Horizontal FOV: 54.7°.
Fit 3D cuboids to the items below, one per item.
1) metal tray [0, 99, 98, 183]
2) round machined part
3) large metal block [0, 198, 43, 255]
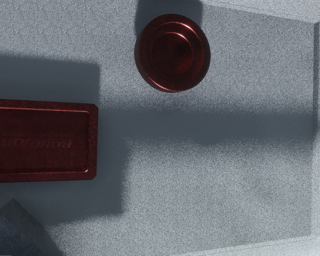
[{"bbox_3d":[-0.140,0.015,0.356,0.131,0.030,0.089,2,90,-21],"label":"metal tray"},{"bbox_3d":[0.013,-0.095,0.407,0.099,0.042,0.097,0,90,-21],"label":"round machined part"},{"bbox_3d":[-0.170,0.127,0.319,0.080,0.080,0.050,-43,104,-15],"label":"large metal block"}]
